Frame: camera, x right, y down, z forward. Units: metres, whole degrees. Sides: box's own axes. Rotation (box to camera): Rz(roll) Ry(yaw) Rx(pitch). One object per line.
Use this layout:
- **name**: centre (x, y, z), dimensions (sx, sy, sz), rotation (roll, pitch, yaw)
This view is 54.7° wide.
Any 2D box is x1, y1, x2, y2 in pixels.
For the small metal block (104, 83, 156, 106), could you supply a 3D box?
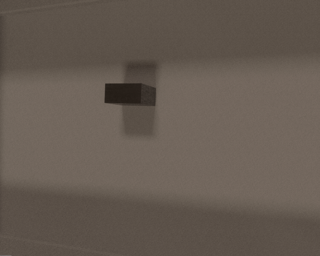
- **small metal block**: centre (-0.038, -0.043, 0.410), dimensions (0.050, 0.050, 0.025), rotation (3, 91, 19)
